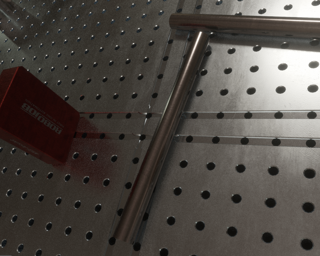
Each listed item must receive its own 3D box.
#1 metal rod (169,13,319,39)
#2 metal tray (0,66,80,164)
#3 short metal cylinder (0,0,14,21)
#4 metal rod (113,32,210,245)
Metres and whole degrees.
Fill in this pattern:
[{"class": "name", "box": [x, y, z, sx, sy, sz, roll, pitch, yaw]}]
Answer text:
[{"class": "metal rod", "box": [0.142, -0.138, 0.417, 0.300, 0.025, 0.025, 16, 70, 34]}, {"class": "metal tray", "box": [-0.176, -0.013, 0.439, 0.030, 0.130, 0.090, -5, 60, 26]}, {"class": "short metal cylinder", "box": [-0.435, -0.324, 0.814, 0.080, 0.050, 0.080, -13, 56, 20]}, {"class": "metal rod", "box": [0.010, -0.003, 0.403, 0.025, 0.025, 0.300, 8, 66, 31]}]
